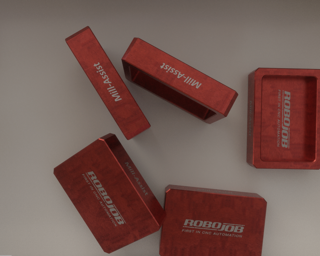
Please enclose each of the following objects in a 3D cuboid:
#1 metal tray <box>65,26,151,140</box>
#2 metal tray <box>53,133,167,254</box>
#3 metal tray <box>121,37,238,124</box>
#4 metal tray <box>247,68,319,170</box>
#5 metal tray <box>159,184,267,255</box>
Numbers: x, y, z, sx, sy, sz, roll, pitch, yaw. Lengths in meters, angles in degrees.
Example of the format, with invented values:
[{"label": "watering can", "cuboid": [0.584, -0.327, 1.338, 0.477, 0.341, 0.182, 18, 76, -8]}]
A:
[{"label": "metal tray", "cuboid": [-0.058, -0.048, 0.377, 0.030, 0.090, 0.130, -32, 90, -3]}, {"label": "metal tray", "cuboid": [-0.064, 0.083, 0.392, 0.090, 0.030, 0.130, -32, 91, 22]}, {"label": "metal tray", "cuboid": [0.020, -0.052, 0.377, 0.130, 0.090, 0.030, 29, 84, -1]}, {"label": "metal tray", "cuboid": [0.165, -0.012, 0.411, 0.091, 0.030, 0.129, 1, 90, -1]}, {"label": "metal tray", "cuboid": [0.068, 0.128, 0.410, 0.131, 0.030, 0.089, 6, 90, -1]}]
